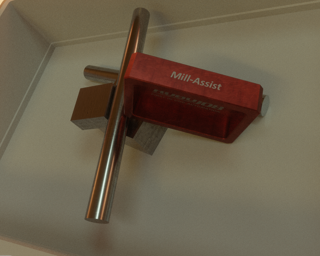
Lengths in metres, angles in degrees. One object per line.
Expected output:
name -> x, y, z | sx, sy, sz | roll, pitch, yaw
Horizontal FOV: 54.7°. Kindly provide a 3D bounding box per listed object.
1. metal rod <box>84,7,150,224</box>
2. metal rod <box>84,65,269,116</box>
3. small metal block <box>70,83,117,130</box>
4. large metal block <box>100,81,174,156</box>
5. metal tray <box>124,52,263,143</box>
metal rod -> -0.046, -0.036, 0.385 | 0.025, 0.025, 0.299 | -6, 59, 25
metal rod -> 0.001, -0.060, 0.439 | 0.300, 0.025, 0.025 | 16, 70, 34
small metal block -> -0.081, -0.027, 0.397 | 0.050, 0.025, 0.050 | -6, 59, 24
large metal block -> -0.033, -0.020, 0.416 | 0.080, 0.050, 0.080 | 20, 72, 35
metal tray -> 0.029, -0.027, 0.329 | 0.131, 0.090, 0.030 | 15, 67, 0
